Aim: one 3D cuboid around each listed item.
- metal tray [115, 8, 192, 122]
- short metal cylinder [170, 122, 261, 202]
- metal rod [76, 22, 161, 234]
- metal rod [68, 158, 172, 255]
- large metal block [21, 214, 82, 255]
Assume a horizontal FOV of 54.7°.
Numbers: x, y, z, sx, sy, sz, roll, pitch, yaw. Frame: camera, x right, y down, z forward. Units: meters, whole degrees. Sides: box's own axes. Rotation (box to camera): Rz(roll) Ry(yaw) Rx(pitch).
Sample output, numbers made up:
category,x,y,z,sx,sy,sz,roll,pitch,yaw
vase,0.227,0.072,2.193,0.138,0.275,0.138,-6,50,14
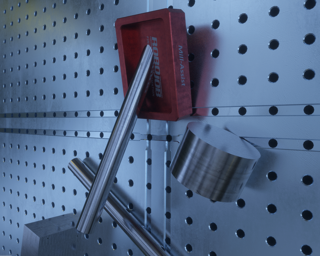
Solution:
category,x,y,z,sx,sy,sz,roll,pitch,yaw
metal tray,-0.009,-0.077,0.393,0.090,0.030,0.129,6,107,40
short metal cylinder,0.057,0.033,0.327,0.080,0.081,0.050,34,111,35
metal rod,-0.044,-0.008,0.402,0.025,0.025,0.299,20,89,38
metal rod,-0.046,0.137,0.447,0.300,0.025,0.025,37,113,33
large metal block,-0.183,0.201,0.525,0.050,0.081,0.079,16,100,39
